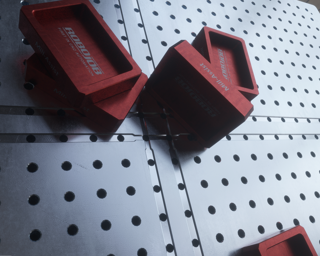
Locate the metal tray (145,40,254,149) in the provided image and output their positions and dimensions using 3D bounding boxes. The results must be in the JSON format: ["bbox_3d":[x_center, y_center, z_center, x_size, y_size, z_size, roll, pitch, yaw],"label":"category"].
[{"bbox_3d":[0.049,-0.043,0.420,0.130,0.090,0.030,45,51,2],"label":"metal tray"}]

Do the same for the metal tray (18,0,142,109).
[{"bbox_3d":[-0.095,-0.095,0.373,0.091,0.030,0.130,-29,78,-38],"label":"metal tray"}]

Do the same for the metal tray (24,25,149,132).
[{"bbox_3d":[-0.090,-0.065,0.397,0.130,0.030,0.090,32,51,-8],"label":"metal tray"}]

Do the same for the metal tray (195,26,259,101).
[{"bbox_3d":[0.113,-0.109,0.534,0.091,0.030,0.130,10,58,-24],"label":"metal tray"}]

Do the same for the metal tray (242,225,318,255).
[{"bbox_3d":[0.167,0.196,0.377,0.091,0.030,0.130,-7,65,-32],"label":"metal tray"}]
